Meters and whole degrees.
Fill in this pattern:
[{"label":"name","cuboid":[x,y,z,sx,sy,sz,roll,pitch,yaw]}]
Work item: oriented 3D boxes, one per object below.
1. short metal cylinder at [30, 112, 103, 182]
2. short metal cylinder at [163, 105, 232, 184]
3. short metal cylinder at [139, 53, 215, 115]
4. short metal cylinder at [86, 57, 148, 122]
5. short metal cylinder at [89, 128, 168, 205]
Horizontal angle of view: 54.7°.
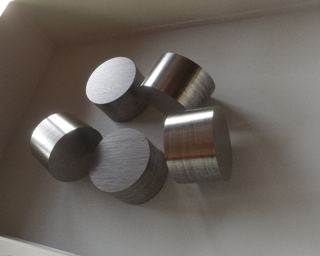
[{"label":"short metal cylinder","cuboid":[-0.123,0.025,0.415,0.050,0.080,0.080,30,78,37]},{"label":"short metal cylinder","cuboid":[0.043,0.019,0.333,0.050,0.080,0.080,-9,58,23]},{"label":"short metal cylinder","cuboid":[0.021,-0.048,0.387,0.080,0.080,0.050,24,75,36]},{"label":"short metal cylinder","cuboid":[-0.059,-0.056,0.451,0.080,0.050,0.080,-13,56,20]},{"label":"short metal cylinder","cuboid":[-0.038,0.047,0.377,0.080,0.050,0.080,-13,56,20]}]
